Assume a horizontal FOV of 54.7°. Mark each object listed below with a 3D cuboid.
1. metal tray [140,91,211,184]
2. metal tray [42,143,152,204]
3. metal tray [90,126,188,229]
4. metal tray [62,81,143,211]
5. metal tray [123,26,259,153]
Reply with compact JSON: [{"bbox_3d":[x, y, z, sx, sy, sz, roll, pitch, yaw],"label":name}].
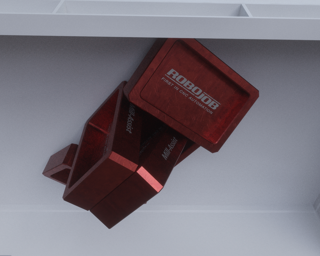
[{"bbox_3d":[-0.006,0.016,0.417,0.090,0.030,0.129,32,123,-25],"label":"metal tray"},{"bbox_3d":[-0.089,0.073,0.442,0.130,0.030,0.090,32,147,-25],"label":"metal tray"},{"bbox_3d":[-0.018,0.048,0.363,0.030,0.131,0.090,45,119,-5],"label":"metal tray"},{"bbox_3d":[-0.060,0.015,0.349,0.030,0.130,0.090,33,123,-24],"label":"metal tray"},{"bbox_3d":[0.037,-0.040,0.348,0.131,0.030,0.090,32,98,-24],"label":"metal tray"}]
